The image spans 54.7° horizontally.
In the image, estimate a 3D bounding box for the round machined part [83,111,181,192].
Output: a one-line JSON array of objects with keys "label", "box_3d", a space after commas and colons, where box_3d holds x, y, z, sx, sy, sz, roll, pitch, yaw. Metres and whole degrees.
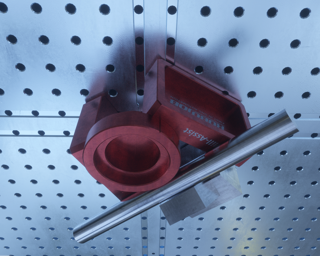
[{"label": "round machined part", "box_3d": [-0.028, 0.021, 0.327, 0.099, 0.042, 0.097, -1, 130, 0]}]

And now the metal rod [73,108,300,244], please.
[{"label": "metal rod", "box_3d": [0.009, 0.067, 0.350, 0.299, 0.025, 0.025, -33, 123, 24]}]

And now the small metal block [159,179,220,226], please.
[{"label": "small metal block", "box_3d": [0.035, 0.084, 0.360, 0.050, 0.050, 0.025, -35, 78, 25]}]

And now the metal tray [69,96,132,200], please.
[{"label": "metal tray", "box_3d": [-0.054, 0.034, 0.396, 0.030, 0.090, 0.130, -23, 127, 18]}]

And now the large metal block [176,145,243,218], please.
[{"label": "large metal block", "box_3d": [0.058, 0.064, 0.427, 0.080, 0.080, 0.050, -34, 123, 25]}]

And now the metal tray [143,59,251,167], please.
[{"label": "metal tray", "box_3d": [0.045, -0.018, 0.353, 0.131, 0.090, 0.030, 25, 127, -20]}]
